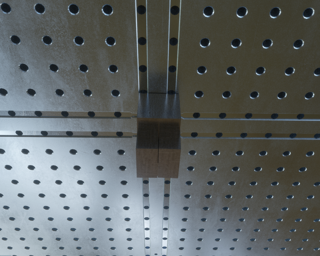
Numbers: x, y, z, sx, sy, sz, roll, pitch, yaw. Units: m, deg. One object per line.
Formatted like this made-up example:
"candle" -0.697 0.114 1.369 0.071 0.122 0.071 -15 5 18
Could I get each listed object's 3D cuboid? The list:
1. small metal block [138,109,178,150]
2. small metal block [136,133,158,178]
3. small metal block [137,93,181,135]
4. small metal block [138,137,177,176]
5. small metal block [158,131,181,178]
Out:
"small metal block" -0.003 0.002 0.413 0.050 0.025 0.050 2 130 0
"small metal block" -0.015 0.026 0.384 0.025 0.050 0.050 1 130 -1
"small metal block" -0.001 -0.018 0.379 0.050 0.050 0.025 2 130 -1
"small metal block" -0.003 0.039 0.427 0.050 0.050 0.025 1 130 -1
"small metal block" 0.011 0.026 0.385 0.025 0.050 0.050 2 130 0
